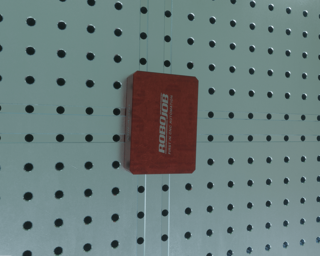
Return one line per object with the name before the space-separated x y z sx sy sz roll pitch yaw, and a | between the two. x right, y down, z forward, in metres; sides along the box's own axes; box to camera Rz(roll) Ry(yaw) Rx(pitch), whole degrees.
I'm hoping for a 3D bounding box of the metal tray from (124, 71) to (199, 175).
metal tray | 0.002 -0.006 0.411 0.091 0.030 0.129 2 89 -21
